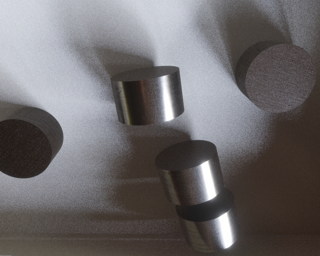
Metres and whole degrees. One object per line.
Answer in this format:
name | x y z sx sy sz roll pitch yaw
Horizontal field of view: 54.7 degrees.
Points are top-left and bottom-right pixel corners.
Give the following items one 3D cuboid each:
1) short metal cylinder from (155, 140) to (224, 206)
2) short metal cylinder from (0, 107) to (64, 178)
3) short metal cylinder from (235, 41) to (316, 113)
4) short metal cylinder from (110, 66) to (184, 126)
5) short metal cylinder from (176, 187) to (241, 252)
short metal cylinder | 0.039 0.056 0.403 0.080 0.080 0.050 -14 110 5
short metal cylinder | -0.173 0.018 0.402 0.081 0.050 0.079 0 110 -1
short metal cylinder | 0.138 -0.064 0.376 0.081 0.050 0.079 0 110 -1
short metal cylinder | -0.014 -0.041 0.367 0.080 0.080 0.050 -8 110 2
short metal cylinder | 0.067 0.123 0.428 0.080 0.080 0.050 -15 110 5
